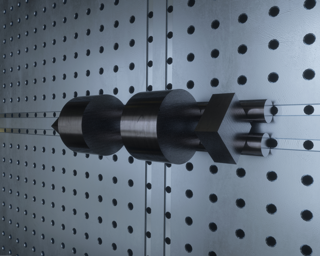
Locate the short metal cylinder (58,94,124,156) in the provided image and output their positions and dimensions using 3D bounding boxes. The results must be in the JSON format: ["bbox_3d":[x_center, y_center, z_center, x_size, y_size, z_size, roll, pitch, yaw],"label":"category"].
[{"bbox_3d":[-0.087,-0.004,0.417,0.050,0.081,0.079,1,91,40],"label":"short metal cylinder"}]

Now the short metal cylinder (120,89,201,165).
[{"bbox_3d":[0.003,-0.002,0.342,0.050,0.081,0.079,1,91,40],"label":"short metal cylinder"}]

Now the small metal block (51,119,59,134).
[{"bbox_3d":[-0.125,-0.004,0.467,0.025,0.050,0.050,1,49,40],"label":"small metal block"}]

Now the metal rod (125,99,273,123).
[{"bbox_3d":[-0.004,-0.020,0.413,0.300,0.025,0.025,1,91,40],"label":"metal rod"}]

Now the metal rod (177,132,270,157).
[{"bbox_3d":[-0.006,0.014,0.415,0.300,0.025,0.025,1,91,40],"label":"metal rod"}]

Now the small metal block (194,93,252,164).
[{"bbox_3d":[0.065,0.001,0.310,0.025,0.050,0.050,1,50,40],"label":"small metal block"}]
